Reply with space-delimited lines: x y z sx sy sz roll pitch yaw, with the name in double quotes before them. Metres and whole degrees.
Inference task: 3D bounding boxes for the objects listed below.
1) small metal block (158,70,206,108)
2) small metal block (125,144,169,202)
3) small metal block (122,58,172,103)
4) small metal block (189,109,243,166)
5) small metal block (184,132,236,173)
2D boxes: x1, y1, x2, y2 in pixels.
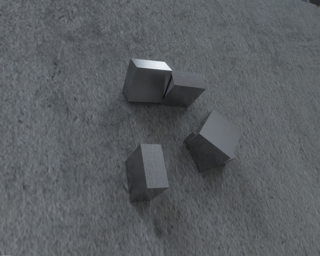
"small metal block" 0.028 -0.054 0.438 0.050 0.050 0.025 3 61 -27
"small metal block" -0.016 0.051 0.349 0.025 0.050 0.050 4 60 -27
"small metal block" -0.018 -0.062 0.414 0.050 0.050 0.025 0 37 -29
"small metal block" 0.074 0.012 0.406 0.050 0.025 0.050 38 51 -3
"small metal block" 0.069 0.028 0.425 0.050 0.025 0.050 -11 67 -33
